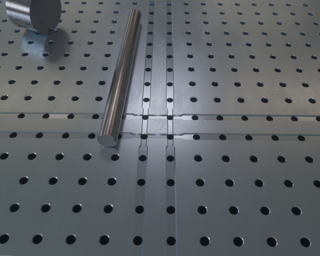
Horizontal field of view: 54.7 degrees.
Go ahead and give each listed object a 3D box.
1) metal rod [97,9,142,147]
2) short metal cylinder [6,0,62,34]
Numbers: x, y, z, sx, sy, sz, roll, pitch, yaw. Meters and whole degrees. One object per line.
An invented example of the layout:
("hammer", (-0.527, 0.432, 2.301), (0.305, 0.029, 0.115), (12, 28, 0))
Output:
("metal rod", (-0.057, -0.098, 0.489), (0.025, 0.025, 0.300), (3, 50, 2))
("short metal cylinder", (-0.222, -0.213, 0.549), (0.050, 0.080, 0.080), (20, 53, 16))
